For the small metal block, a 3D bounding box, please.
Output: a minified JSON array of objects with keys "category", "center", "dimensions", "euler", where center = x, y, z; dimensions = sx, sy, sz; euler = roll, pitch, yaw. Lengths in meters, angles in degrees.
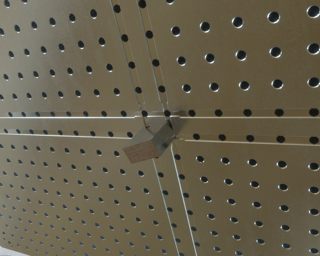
[{"category":"small metal block","center":[-0.014,0.019,0.415],"dimensions":[0.050,0.050,0.025],"euler":[-18,109,35]}]
